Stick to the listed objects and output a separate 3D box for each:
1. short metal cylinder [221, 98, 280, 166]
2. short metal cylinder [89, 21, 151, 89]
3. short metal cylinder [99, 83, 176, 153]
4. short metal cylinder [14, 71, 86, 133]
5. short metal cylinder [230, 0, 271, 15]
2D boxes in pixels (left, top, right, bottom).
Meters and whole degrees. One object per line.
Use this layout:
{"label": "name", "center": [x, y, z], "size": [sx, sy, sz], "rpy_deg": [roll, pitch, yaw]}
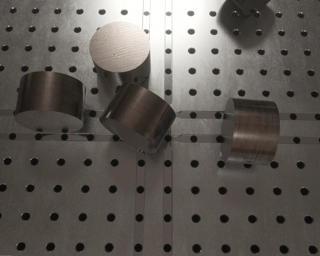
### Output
{"label": "short metal cylinder", "center": [0.108, 0.004, 0.382], "size": [0.050, 0.080, 0.080], "rpy_deg": [5, 70, 1]}
{"label": "short metal cylinder", "center": [-0.054, -0.101, 0.435], "size": [0.081, 0.050, 0.080], "rpy_deg": [0, 70, 0]}
{"label": "short metal cylinder", "center": [-0.027, -0.011, 0.386], "size": [0.080, 0.080, 0.050], "rpy_deg": [27, 72, 9]}
{"label": "short metal cylinder", "center": [-0.137, -0.030, 0.392], "size": [0.081, 0.080, 0.050], "rpy_deg": [-1, 70, -1]}
{"label": "short metal cylinder", "center": [0.140, -0.218, 0.464], "size": [0.080, 0.080, 0.050], "rpy_deg": [-33, 74, -11]}
